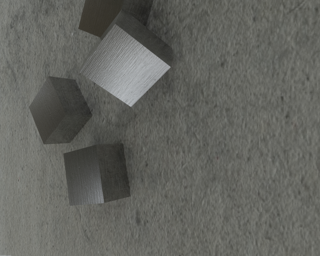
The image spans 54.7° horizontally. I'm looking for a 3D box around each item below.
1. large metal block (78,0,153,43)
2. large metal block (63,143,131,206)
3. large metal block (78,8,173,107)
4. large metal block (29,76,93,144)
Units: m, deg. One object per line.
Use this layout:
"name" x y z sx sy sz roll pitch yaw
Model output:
"large metal block" -0.062 -0.165 0.438 0.080 0.050 0.079 30 109 35
"large metal block" -0.096 0.070 0.465 0.080 0.050 0.080 -15 80 38
"large metal block" -0.042 -0.087 0.393 0.080 0.080 0.050 -41 26 32
"large metal block" -0.170 -0.029 0.526 0.080 0.050 0.080 -44 64 30
